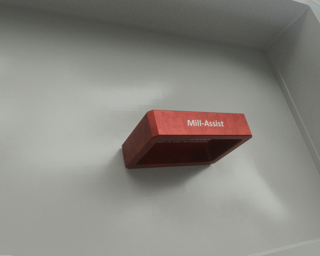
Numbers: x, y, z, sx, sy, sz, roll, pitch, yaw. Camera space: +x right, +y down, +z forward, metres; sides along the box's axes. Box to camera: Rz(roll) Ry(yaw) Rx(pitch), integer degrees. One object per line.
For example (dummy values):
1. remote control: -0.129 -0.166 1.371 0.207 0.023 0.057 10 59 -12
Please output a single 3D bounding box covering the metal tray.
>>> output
1. metal tray: 0.031 0.016 0.370 0.131 0.090 0.030 1 62 -28
